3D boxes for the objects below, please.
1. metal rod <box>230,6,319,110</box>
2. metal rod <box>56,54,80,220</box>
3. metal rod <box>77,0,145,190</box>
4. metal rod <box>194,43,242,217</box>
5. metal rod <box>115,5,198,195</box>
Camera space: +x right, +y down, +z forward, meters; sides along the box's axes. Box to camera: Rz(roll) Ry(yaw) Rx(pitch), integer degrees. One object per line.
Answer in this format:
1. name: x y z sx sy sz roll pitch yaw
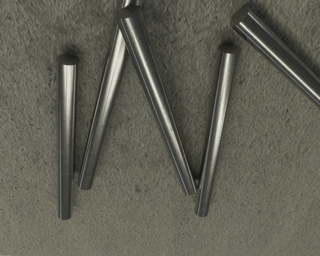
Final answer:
1. metal rod: 0.195 -0.039 0.375 0.301 0.025 0.025 32 123 -25
2. metal rod: -0.132 0.036 0.435 0.025 0.025 0.298 9 130 -8
3. metal rod: -0.070 -0.022 0.387 0.025 0.025 0.298 14 129 -11
4. metal rod: 0.073 0.028 0.431 0.025 0.025 0.298 1 130 -1
5. metal rod: 0.009 -0.005 0.385 0.025 0.025 0.299 -12 135 9
